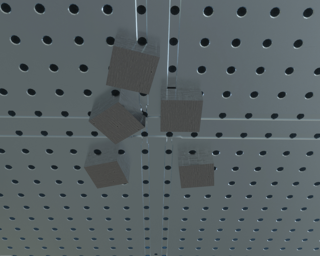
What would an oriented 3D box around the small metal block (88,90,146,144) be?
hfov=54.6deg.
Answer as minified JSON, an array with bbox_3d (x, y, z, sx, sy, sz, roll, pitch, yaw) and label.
[{"bbox_3d":[-0.054,-0.013,0.400,0.050,0.025,0.050,-30,124,23],"label":"small metal block"}]

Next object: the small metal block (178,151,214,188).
[{"bbox_3d":[0.054,0.063,0.466,0.050,0.025,0.050,-5,130,4],"label":"small metal block"}]

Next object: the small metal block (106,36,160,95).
[{"bbox_3d":[-0.031,-0.070,0.351,0.050,0.025,0.050,12,129,-10],"label":"small metal block"}]

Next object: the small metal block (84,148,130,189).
[{"bbox_3d":[-0.078,0.061,0.463,0.050,0.025,0.050,-12,129,9],"label":"small metal block"}]

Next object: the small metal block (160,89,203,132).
[{"bbox_3d":[0.026,-0.022,0.393,0.050,0.025,0.050,0,130,-1],"label":"small metal block"}]
